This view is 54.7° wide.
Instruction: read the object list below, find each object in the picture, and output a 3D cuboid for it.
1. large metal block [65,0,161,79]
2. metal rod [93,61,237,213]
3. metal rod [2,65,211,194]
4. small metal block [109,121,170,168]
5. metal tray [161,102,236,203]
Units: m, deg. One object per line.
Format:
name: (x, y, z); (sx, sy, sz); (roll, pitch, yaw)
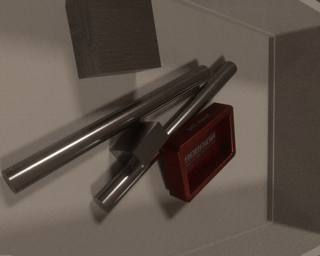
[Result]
large metal block: (-0.051, -0.102, 0.349); (0.081, 0.050, 0.079); (-15, 100, -39)
metal rod: (0.024, -0.005, 0.428); (0.301, 0.025, 0.025); (-46, 118, -30)
metal rod: (-0.038, -0.016, 0.376); (0.302, 0.025, 0.025); (-33, 111, -35)
small metal block: (-0.025, 0.018, 0.371); (0.050, 0.050, 0.025); (-51, 120, -28)
metal tray: (0.060, 0.031, 0.437); (0.131, 0.030, 0.089); (-35, 127, -38)
